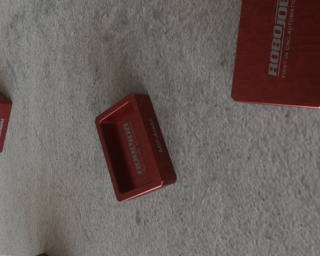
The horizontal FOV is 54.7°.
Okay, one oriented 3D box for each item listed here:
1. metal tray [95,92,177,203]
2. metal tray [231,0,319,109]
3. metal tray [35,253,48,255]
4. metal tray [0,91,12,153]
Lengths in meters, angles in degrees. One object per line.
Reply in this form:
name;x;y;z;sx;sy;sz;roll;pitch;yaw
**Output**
metal tray;-0.037;0.028;0.430;0.090;0.030;0.129;-29;72;36
metal tray;0.123;-0.086;0.299;0.090;0.030;0.129;9;96;39
metal tray;-0.194;0.297;0.558;0.130;0.030;0.089;14;99;38
metal tray;-0.387;-0.017;0.715;0.090;0.030;0.129;31;109;35
